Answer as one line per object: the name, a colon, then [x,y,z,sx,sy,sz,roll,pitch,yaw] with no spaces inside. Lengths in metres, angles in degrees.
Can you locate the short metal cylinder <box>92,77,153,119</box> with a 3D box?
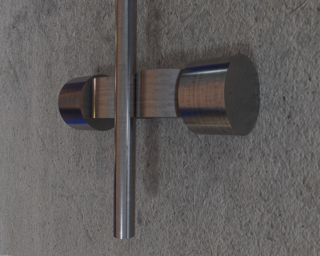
short metal cylinder: [-0.049,-0.037,0.411,0.080,0.081,0.050,1,91,40]

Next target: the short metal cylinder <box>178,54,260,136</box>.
short metal cylinder: [0.063,-0.033,0.319,0.050,0.081,0.080,1,91,40]

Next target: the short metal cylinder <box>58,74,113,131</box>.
short metal cylinder: [-0.099,-0.036,0.452,0.050,0.081,0.080,1,91,40]

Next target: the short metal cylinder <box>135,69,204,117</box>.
short metal cylinder: [0.012,-0.037,0.360,0.080,0.081,0.050,1,91,40]

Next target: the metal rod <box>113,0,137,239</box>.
metal rod: [-0.040,-0.024,0.359,0.025,0.025,0.298,1,91,40]
